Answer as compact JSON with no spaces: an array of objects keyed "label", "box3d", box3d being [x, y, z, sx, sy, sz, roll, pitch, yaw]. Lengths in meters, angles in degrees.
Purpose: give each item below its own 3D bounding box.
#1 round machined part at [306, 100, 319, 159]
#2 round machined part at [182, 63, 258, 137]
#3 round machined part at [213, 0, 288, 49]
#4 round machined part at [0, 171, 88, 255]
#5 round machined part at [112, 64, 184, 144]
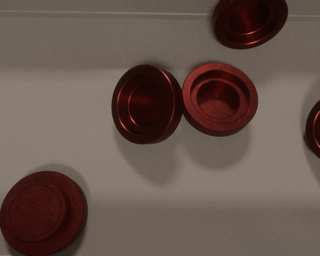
[{"label":"round machined part","box3d":[0.239,0.002,0.384,0.042,0.098,0.098,10,65,-37]},{"label":"round machined part","box3d":[0.075,-0.034,0.412,0.099,0.042,0.098,2,69,-4]},{"label":"round machined part","box3d":[0.122,-0.160,0.432,0.099,0.098,0.042,-4,58,-2]},{"label":"round machined part","box3d":[-0.139,0.098,0.363,0.099,0.042,0.098,0,70,-1]},{"label":"round machined part","box3d":[-0.012,-0.028,0.394,0.098,0.042,0.097,-1,88,35]}]
